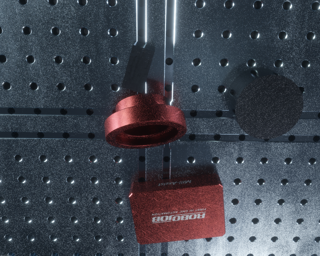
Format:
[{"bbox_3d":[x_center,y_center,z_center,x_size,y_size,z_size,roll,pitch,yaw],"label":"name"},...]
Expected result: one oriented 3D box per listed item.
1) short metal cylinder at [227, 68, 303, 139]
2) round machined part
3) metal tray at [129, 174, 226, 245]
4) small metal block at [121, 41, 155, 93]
[{"bbox_3d":[0.129,-0.032,0.390,0.081,0.050,0.079,0,110,-1],"label":"short metal cylinder"},{"bbox_3d":[-0.019,-0.009,0.382,0.099,0.098,0.042,-9,70,3],"label":"round machined part"},{"bbox_3d":[0.027,0.120,0.455,0.131,0.030,0.089,-7,110,2],"label":"metal tray"},{"bbox_3d":[-0.025,-0.074,0.372,0.025,0.050,0.050,16,109,-6],"label":"small metal block"}]
